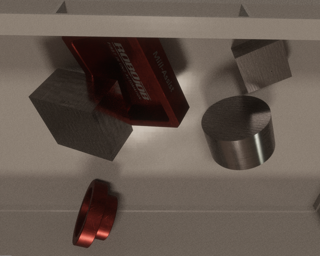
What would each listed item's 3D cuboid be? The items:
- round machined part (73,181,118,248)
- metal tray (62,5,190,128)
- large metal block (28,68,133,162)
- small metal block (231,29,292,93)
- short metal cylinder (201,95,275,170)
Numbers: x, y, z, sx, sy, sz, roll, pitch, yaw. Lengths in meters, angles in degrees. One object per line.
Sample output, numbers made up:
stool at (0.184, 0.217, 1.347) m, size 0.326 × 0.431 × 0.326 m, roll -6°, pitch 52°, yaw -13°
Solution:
round machined part at (-0.096, 0.133, 0.473) m, size 0.042 × 0.098 × 0.097 m, roll 20°, pitch 127°, yaw -16°
metal tray at (-0.033, -0.057, 0.331) m, size 0.090 × 0.030 × 0.130 m, roll 3°, pitch 137°, yaw 35°
large metal block at (-0.085, -0.015, 0.352) m, size 0.080 × 0.050 × 0.080 m, roll 14°, pitch 143°, yaw 22°
small metal block at (0.114, -0.074, 0.348) m, size 0.050 × 0.025 × 0.050 m, roll -21°, pitch 127°, yaw 16°
short metal cylinder at (0.096, 0.005, 0.379) m, size 0.080 × 0.080 × 0.050 m, roll -15°, pitch 129°, yaw 12°
